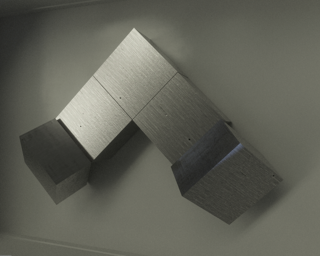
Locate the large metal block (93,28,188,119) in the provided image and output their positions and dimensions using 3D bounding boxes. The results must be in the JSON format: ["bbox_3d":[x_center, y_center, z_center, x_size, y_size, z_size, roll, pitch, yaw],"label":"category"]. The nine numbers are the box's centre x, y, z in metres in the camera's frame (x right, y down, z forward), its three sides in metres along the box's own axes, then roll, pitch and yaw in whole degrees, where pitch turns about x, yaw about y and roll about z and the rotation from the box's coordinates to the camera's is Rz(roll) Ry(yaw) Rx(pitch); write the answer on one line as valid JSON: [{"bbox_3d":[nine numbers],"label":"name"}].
[{"bbox_3d":[-0.024,-0.067,0.404,0.080,0.050,0.080,-46,76,14],"label":"large metal block"}]

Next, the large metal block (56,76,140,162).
[{"bbox_3d":[-0.079,-0.012,0.423,0.080,0.050,0.080,-46,76,14],"label":"large metal block"}]

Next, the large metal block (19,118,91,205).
[{"bbox_3d":[-0.142,0.047,0.423,0.080,0.050,0.080,48,147,13],"label":"large metal block"}]

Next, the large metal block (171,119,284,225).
[{"bbox_3d":[0.073,0.050,0.347,0.080,0.050,0.080,36,106,-29],"label":"large metal block"}]

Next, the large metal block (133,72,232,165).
[{"bbox_3d":[0.028,-0.009,0.385,0.080,0.050,0.080,-46,76,14],"label":"large metal block"}]
